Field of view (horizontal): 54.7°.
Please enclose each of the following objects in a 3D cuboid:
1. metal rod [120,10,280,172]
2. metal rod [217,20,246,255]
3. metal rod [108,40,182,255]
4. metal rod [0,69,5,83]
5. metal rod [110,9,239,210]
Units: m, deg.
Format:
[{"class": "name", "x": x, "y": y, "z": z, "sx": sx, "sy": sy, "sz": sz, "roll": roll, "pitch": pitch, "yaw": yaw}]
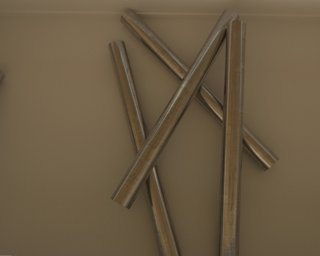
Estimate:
[{"class": "metal rod", "x": 0.046, "y": -0.061, "z": 0.432, "sx": 0.025, "sy": 0.025, "sz": 0.300, "roll": -38, "pitch": 75, "yaw": -13}, {"class": "metal rod", "x": 0.089, "y": 0.009, "z": 0.382, "sx": 0.025, "sy": 0.025, "sz": 0.299, "roll": 5, "pitch": 79, "yaw": 1}, {"class": "metal rod", "x": -0.025, "y": 0.015, "z": 0.403, "sx": 0.025, "sy": 0.025, "sz": 0.299, "roll": -14, "pitch": 71, "yaw": -5}, {"class": "metal rod", "x": -0.258, "y": 0.026, "z": 0.333, "sx": 0.025, "sy": 0.025, "sz": 0.300, "roll": 10, "pitch": 45, "yaw": 4}, {"class": "metal rod", "x": 0.028, "y": -0.037, "z": 0.395, "sx": 0.025, "sy": 0.025, "sz": 0.300, "roll": 28, "pitch": 72, "yaw": 9}]
